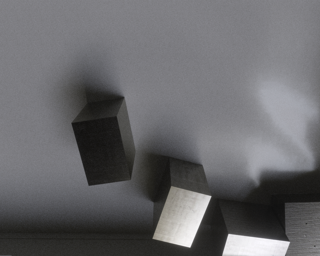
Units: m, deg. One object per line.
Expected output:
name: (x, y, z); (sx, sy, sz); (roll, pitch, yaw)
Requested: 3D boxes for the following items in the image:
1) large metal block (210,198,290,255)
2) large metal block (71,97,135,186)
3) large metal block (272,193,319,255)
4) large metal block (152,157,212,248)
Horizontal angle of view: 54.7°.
large metal block: (0.122, 0.148, 0.438); (0.081, 0.080, 0.050); (9, 110, -3)
large metal block: (-0.065, 0.014, 0.386); (0.050, 0.080, 0.079); (-9, 110, 3)
large metal block: (0.208, 0.138, 0.438); (0.080, 0.050, 0.080); (-2, 91, 0)
large metal block: (0.026, 0.097, 0.418); (0.050, 0.080, 0.079); (16, 109, -6)
